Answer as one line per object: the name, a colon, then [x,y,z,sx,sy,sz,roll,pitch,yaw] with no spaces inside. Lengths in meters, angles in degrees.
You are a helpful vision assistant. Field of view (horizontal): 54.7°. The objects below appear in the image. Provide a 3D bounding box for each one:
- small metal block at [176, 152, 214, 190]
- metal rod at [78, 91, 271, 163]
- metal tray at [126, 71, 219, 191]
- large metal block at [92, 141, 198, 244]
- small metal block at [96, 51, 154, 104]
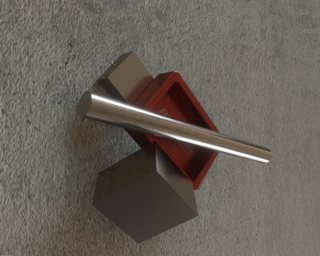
small metal block: [0.045,0.053,0.446,0.050,0.025,0.050,46,62,-31]
metal rod: [0.045,0.010,0.374,0.302,0.025,0.025,16,80,-39]
metal tray: [0.022,0.006,0.390,0.130,0.030,0.090,51,60,-28]
large metal block: [-0.015,0.074,0.349,0.080,0.080,0.050,51,18,-28]
small metal block: [-0.039,-0.056,0.375,0.050,0.025,0.050,52,59,-28]
